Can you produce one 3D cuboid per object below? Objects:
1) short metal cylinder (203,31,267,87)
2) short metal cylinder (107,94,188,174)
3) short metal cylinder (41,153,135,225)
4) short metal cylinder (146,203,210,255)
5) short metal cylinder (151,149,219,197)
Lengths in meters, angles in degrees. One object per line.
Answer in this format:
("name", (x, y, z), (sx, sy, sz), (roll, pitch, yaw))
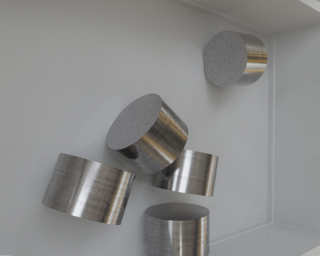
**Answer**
("short metal cylinder", (0.112, -0.103, 0.467), (0.050, 0.080, 0.079), (-8, 95, -40))
("short metal cylinder", (-0.014, 0.006, 0.361), (0.050, 0.080, 0.080), (45, 63, -31))
("short metal cylinder", (-0.071, 0.061, 0.313), (0.080, 0.080, 0.050), (27, 73, -37))
("short metal cylinder", (0.022, 0.130, 0.392), (0.081, 0.080, 0.050), (-1, 91, -40))
("short metal cylinder", (0.032, 0.056, 0.400), (0.081, 0.080, 0.050), (16, 80, -39))
